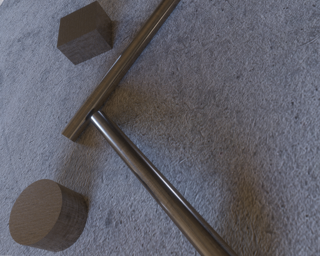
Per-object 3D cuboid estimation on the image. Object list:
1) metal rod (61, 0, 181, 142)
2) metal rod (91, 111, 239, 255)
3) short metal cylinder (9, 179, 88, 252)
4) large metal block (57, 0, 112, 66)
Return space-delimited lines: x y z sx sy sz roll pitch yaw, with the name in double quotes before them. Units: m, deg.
"metal rod" -0.056 -0.106 0.498 0.025 0.025 0.300 26 75 37
"metal rod" -0.010 0.057 0.356 0.025 0.025 0.300 -45 46 -3
"short metal cylinder" -0.140 0.111 0.393 0.080 0.050 0.080 -13 56 21
"large metal block" -0.135 -0.173 0.565 0.080 0.050 0.080 -19 54 17
